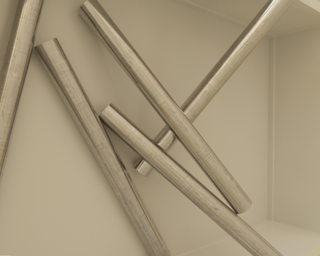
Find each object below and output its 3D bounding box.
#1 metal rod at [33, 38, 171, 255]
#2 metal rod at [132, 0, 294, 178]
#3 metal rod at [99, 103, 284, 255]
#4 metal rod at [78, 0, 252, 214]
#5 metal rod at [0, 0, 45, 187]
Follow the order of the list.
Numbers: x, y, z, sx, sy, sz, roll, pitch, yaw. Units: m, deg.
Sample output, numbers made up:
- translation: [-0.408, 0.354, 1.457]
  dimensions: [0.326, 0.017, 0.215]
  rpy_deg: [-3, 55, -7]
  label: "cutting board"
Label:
- translation: [-0.056, 0.042, 0.360]
  dimensions: [0.025, 0.025, 0.299]
  rpy_deg: [-38, 114, -34]
  label: "metal rod"
- translation: [0.071, -0.061, 0.393]
  dimensions: [0.025, 0.025, 0.300]
  rpy_deg: [40, 89, -33]
  label: "metal rod"
- translation: [0.047, 0.080, 0.371]
  dimensions: [0.300, 0.025, 0.025]
  rpy_deg: [42, 62, -6]
  label: "metal rod"
- translation: [0.011, -0.019, 0.362]
  dimensions: [0.025, 0.025, 0.300]
  rpy_deg: [-43, 99, -32]
  label: "metal rod"
- translation: [-0.142, -0.031, 0.287]
  dimensions: [0.025, 0.025, 0.299]
  rpy_deg: [16, 80, -39]
  label: "metal rod"
